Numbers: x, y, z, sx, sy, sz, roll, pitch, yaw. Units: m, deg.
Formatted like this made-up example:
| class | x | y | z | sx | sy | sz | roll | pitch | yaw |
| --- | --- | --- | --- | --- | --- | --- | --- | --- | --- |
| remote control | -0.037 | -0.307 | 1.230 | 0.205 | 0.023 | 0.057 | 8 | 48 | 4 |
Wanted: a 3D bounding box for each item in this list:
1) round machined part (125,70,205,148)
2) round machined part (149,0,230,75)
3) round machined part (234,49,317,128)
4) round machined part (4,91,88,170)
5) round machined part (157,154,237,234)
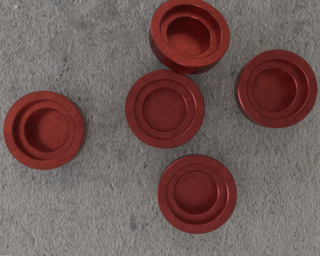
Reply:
| class | x | y | z | sx | sy | sz | roll | pitch | yaw |
| --- | --- | --- | --- | --- | --- | --- | --- | --- | --- |
| round machined part | 0.006 | -0.024 | 0.401 | 0.099 | 0.042 | 0.097 | 0 | 90 | 0 |
| round machined part | 0.034 | -0.111 | 0.392 | 0.099 | 0.042 | 0.098 | 3 | 72 | -9 |
| round machined part | 0.145 | -0.049 | 0.402 | 0.099 | 0.042 | 0.097 | 0 | 90 | 0 |
| round machined part | -0.143 | 0.003 | 0.400 | 0.099 | 0.042 | 0.097 | 0 | 90 | 0 |
| round machined part | 0.046 | 0.082 | 0.402 | 0.099 | 0.042 | 0.097 | 0 | 90 | 0 |
